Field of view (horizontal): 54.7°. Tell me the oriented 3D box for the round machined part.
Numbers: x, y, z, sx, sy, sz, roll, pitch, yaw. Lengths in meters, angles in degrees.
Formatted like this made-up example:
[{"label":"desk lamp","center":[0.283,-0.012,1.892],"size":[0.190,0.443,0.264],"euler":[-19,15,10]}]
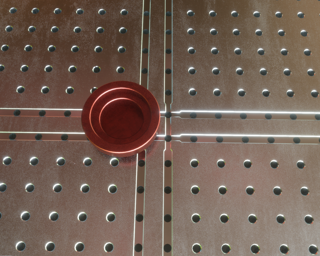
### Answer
[{"label":"round machined part","center":[-0.049,-0.009,0.405],"size":[0.099,0.042,0.098],"euler":[0,70,-1]}]
